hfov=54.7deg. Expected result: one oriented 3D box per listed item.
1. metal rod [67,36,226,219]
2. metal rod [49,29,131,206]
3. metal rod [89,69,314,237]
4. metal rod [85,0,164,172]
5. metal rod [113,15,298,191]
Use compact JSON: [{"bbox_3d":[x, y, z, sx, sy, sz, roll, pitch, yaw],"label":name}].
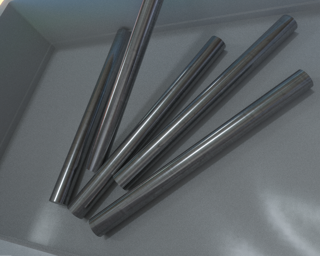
[{"bbox_3d":[-0.013,-0.006,0.414,0.025,0.025,0.300,34,80,38],"label":"metal rod"},{"bbox_3d":[-0.099,-0.031,0.474,0.025,0.025,0.300,2,62,28],"label":"metal rod"},{"bbox_3d":[0.044,0.031,0.362,0.300,0.025,0.025,-36,51,3],"label":"metal rod"},{"bbox_3d":[-0.037,-0.083,0.400,0.025,0.025,0.298,26,99,36],"label":"metal rod"},{"bbox_3d":[0.059,-0.034,0.394,0.300,0.025,0.025,-43,51,-3],"label":"metal rod"}]
